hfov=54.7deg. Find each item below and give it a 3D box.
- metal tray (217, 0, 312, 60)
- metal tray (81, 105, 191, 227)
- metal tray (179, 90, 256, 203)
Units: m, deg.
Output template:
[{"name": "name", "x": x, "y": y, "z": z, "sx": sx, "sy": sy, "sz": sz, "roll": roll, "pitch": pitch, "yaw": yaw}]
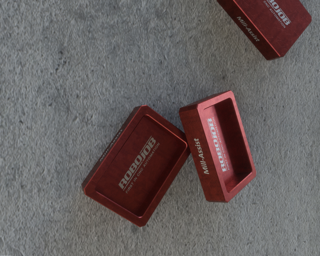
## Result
[{"name": "metal tray", "x": 0.158, "y": -0.178, "z": 0.464, "sx": 0.130, "sy": 0.030, "sz": 0.090, "roll": 44, "pitch": 76, "yaw": -15}, {"name": "metal tray", "x": -0.026, "y": 0.047, "z": 0.396, "sx": 0.090, "sy": 0.030, "sz": 0.130, "roll": 37, "pitch": 78, "yaw": -17}, {"name": "metal tray", "x": 0.081, "y": 0.022, "z": 0.416, "sx": 0.091, "sy": 0.030, "sz": 0.129, "roll": -24, "pitch": 99, "yaw": -45}]
